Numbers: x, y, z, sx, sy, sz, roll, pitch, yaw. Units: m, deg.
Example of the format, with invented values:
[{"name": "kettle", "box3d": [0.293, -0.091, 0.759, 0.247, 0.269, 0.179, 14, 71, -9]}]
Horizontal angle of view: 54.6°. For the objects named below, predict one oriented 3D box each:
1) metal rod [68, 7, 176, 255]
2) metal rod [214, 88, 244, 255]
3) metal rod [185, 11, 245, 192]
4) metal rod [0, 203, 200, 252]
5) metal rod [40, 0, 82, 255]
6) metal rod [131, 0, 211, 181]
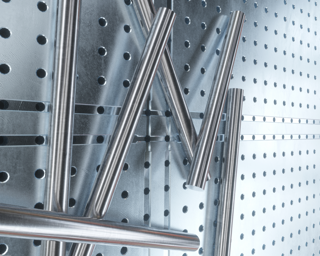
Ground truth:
[{"name": "metal rod", "box3d": [-0.040, 0.000, 0.357, 0.025, 0.025, 0.299, 25, 80, -37]}, {"name": "metal rod", "box3d": [0.110, 0.085, 0.499, 0.025, 0.025, 0.299, 10, 84, -40]}, {"name": "metal rod", "box3d": [0.087, -0.054, 0.459, 0.025, 0.025, 0.300, 34, 62, -35]}, {"name": "metal rod", "box3d": [-0.044, 0.116, 0.339, 0.301, 0.025, 0.025, 29, 72, -47]}, {"name": "metal rod", "box3d": [-0.103, 0.002, 0.322, 0.025, 0.025, 0.298, 5, 87, -40]}, {"name": "metal rod", "box3d": [0.014, -0.059, 0.419, 0.025, 0.025, 0.299, -32, 110, -35]}]
